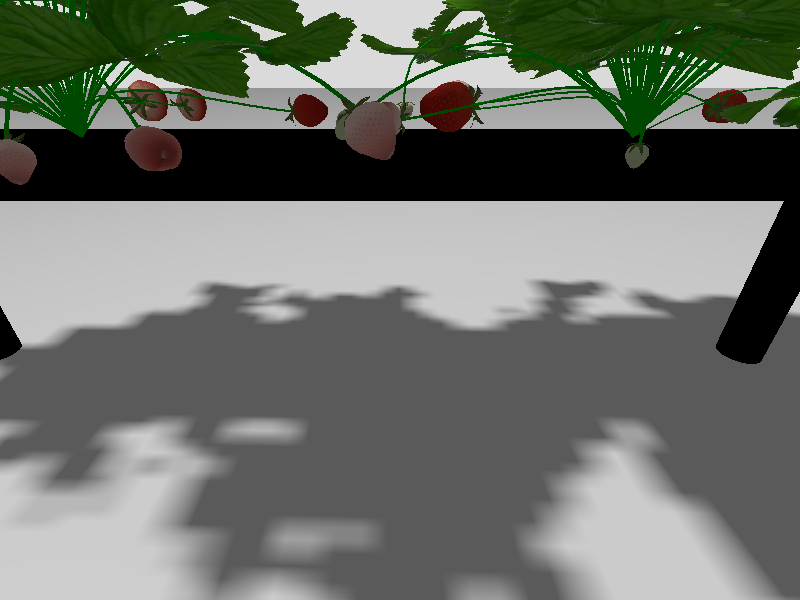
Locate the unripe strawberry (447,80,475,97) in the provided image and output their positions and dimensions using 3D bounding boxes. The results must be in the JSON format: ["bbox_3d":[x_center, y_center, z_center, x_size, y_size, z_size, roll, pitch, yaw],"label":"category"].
[{"bbox_3d":[0.051,-0.200,0.403,0.045,0.038,0.045,19,34,31],"label":"unripe strawberry"}]

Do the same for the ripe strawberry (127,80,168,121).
[{"bbox_3d":[-0.280,-0.223,0.449,0.039,0.041,0.042,-4,29,-7],"label":"ripe strawberry"}]

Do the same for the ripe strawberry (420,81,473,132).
[{"bbox_3d":[0.039,-0.163,0.338,0.045,0.038,0.044,4,29,9],"label":"ripe strawberry"}]

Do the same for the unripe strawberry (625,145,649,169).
[{"bbox_3d":[0.120,-0.073,0.204,0.011,0.011,0.011,14,32,24],"label":"unripe strawberry"}]

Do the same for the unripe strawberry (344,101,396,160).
[{"bbox_3d":[-0.016,-0.099,0.239,0.032,0.033,0.030,-35,10,34],"label":"unripe strawberry"}]

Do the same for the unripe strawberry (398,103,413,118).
[{"bbox_3d":[0.006,-0.200,0.423,0.017,0.016,0.015,17,33,28],"label":"unripe strawberry"}]

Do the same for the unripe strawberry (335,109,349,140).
[{"bbox_3d":[-0.038,-0.127,0.294,0.022,0.022,0.024,-33,29,10],"label":"unripe strawberry"}]

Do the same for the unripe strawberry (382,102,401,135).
[{"bbox_3d":[-0.012,-0.141,0.313,0.026,0.026,0.029,-2,29,-2],"label":"unripe strawberry"}]

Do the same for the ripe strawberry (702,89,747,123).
[{"bbox_3d":[0.331,-0.197,0.407,0.036,0.031,0.036,-19,34,-31],"label":"ripe strawberry"}]

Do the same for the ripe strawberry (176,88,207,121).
[{"bbox_3d":[-0.229,-0.218,0.446,0.031,0.033,0.034,6,29,10],"label":"ripe strawberry"}]

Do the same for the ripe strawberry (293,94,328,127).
[{"bbox_3d":[-0.084,-0.178,0.376,0.032,0.028,0.032,-10,31,-18],"label":"ripe strawberry"}]

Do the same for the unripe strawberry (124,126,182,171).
[{"bbox_3d":[-0.121,-0.075,0.199,0.024,0.021,0.024,-26,42,-38],"label":"unripe strawberry"}]
